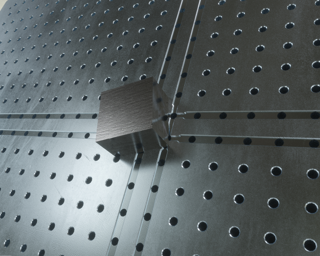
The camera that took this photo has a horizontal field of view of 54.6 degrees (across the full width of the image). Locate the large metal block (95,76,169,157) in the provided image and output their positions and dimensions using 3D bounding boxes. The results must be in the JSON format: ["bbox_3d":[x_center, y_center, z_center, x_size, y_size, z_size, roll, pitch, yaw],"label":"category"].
[{"bbox_3d":[-0.035,-0.013,0.420,0.080,0.050,0.080,-14,56,21],"label":"large metal block"}]
